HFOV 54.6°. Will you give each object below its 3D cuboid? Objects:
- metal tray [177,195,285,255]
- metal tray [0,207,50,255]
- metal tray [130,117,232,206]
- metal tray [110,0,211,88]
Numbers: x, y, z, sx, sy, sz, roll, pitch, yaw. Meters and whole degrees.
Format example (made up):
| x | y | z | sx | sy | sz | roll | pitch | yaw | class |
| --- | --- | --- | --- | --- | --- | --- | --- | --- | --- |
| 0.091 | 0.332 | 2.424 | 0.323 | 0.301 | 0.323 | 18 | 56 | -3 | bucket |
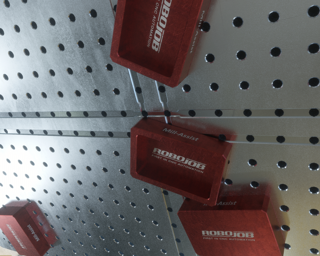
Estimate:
| x | y | z | sx | sy | sz | roll | pitch | yaw | class |
| --- | --- | --- | --- | --- | --- | --- | --- | --- | --- |
| 0.100 | 0.143 | 0.444 | 0.130 | 0.030 | 0.090 | -11 | 113 | 33 | metal tray |
| -0.329 | 0.247 | 0.736 | 0.090 | 0.030 | 0.129 | -9 | 114 | 32 | metal tray |
| 0.024 | 0.045 | 0.423 | 0.130 | 0.030 | 0.089 | 17 | 125 | 18 | metal tray |
| -0.001 | -0.119 | 0.335 | 0.090 | 0.030 | 0.129 | 25 | 128 | 12 | metal tray |
